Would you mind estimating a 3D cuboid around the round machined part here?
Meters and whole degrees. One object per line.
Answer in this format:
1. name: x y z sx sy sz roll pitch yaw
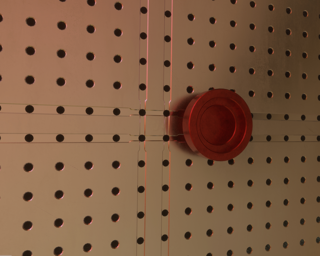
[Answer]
1. round machined part: 0.076 -0.004 0.433 0.099 0.042 0.097 0 90 -21
